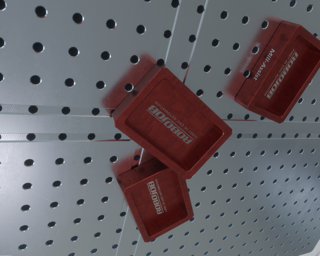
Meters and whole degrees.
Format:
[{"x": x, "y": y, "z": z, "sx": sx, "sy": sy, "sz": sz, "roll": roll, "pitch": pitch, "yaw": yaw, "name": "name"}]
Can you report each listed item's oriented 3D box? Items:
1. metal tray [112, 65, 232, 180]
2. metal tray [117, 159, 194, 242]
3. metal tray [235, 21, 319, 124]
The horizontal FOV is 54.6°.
[{"x": 0.017, "y": -0.005, "z": 0.391, "sx": 0.130, "sy": 0.030, "sz": 0.090, "roll": 39, "pitch": 96, "yaw": -24, "name": "metal tray"}, {"x": -0.003, "y": 0.108, "z": 0.472, "sx": 0.090, "sy": 0.030, "sz": 0.129, "roll": -25, "pitch": 128, "yaw": -13, "name": "metal tray"}, {"x": 0.180, "y": -0.077, "z": 0.457, "sx": 0.091, "sy": 0.030, "sz": 0.129, "roll": 17, "pitch": 109, "yaw": -35, "name": "metal tray"}]
